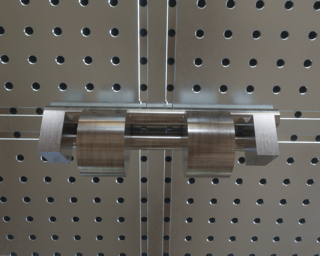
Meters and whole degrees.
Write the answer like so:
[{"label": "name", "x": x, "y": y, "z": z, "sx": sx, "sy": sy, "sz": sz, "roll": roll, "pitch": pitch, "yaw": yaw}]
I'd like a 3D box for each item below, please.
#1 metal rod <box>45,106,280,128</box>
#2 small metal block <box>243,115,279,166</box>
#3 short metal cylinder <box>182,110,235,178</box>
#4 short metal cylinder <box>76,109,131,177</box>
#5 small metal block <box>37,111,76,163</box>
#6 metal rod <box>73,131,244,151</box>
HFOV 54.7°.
[{"label": "metal rod", "x": 0.003, "y": -0.015, "z": 0.408, "sx": 0.302, "sy": 0.025, "sz": 0.025, "roll": 1, "pitch": 110, "yaw": -1}, {"label": "small metal block", "x": 0.123, "y": 0.016, "z": 0.383, "sx": 0.025, "sy": 0.050, "sz": 0.050, "roll": 1, "pitch": 69, "yaw": 0}, {"label": "short metal cylinder", "x": 0.055, "y": 0.019, "z": 0.368, "sx": 0.050, "sy": 0.080, "sz": 0.079, "roll": 1, "pitch": 110, "yaw": 0}, {"label": "short metal cylinder", "x": -0.063, "y": 0.017, "z": 0.366, "sx": 0.050, "sy": 0.080, "sz": 0.079, "roll": 1, "pitch": 110, "yaw": 0}, {"label": "small metal block", "x": -0.125, "y": 0.013, "z": 0.380, "sx": 0.025, "sy": 0.050, "sz": 0.050, "roll": 1, "pitch": 68, "yaw": 0}, {"label": "metal rod", "x": 0.000, "y": 0.018, "z": 0.420, "sx": 0.302, "sy": 0.025, "sz": 0.025, "roll": 1, "pitch": 110, "yaw": -1}]
